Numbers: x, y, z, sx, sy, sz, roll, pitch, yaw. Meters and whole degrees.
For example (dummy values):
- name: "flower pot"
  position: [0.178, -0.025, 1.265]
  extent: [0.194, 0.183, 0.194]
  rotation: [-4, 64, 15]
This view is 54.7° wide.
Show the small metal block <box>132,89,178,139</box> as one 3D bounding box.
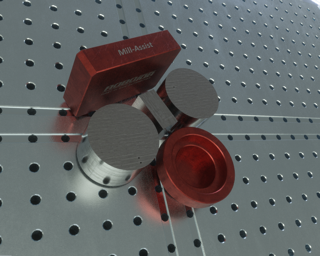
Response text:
- name: "small metal block"
  position: [-0.012, -0.012, 0.387]
  extent: [0.025, 0.050, 0.050]
  rotation: [-28, 78, -37]

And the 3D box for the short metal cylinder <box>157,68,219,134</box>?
- name: "short metal cylinder"
  position: [0.033, -0.035, 0.426]
  extent: [0.081, 0.050, 0.080]
  rotation: [14, 56, -21]

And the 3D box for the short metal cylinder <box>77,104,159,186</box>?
- name: "short metal cylinder"
  position: [-0.048, 0.019, 0.350]
  extent: [0.081, 0.050, 0.080]
  rotation: [14, 56, -21]

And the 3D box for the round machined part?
- name: "round machined part"
  position: [0.040, 0.051, 0.382]
  extent: [0.099, 0.042, 0.098]
  rotation: [14, 56, -21]

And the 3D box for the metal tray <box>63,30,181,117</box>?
- name: "metal tray"
  position: [-0.045, -0.067, 0.377]
  extent: [0.131, 0.090, 0.030]
  rotation: [-26, 77, -36]
